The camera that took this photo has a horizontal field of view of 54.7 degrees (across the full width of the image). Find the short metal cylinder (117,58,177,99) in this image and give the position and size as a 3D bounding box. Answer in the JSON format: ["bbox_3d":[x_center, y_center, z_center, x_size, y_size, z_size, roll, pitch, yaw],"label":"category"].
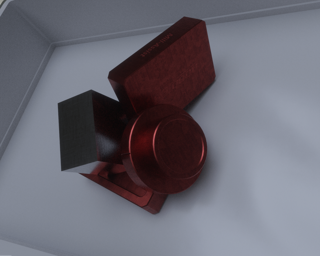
[{"bbox_3d":[-0.014,-0.067,0.416,0.080,0.050,0.080,-24,28,14],"label":"short metal cylinder"}]

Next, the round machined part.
[{"bbox_3d":[0.011,0.021,0.332,0.042,0.098,0.098,-17,49,56],"label":"round machined part"}]

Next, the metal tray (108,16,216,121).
[{"bbox_3d":[0.009,-0.062,0.374,0.131,0.090,0.030,-42,46,-21],"label":"metal tray"}]

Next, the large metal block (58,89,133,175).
[{"bbox_3d":[-0.071,0.010,0.368,0.050,0.080,0.080,-17,71,25],"label":"large metal block"}]

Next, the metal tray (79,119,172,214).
[{"bbox_3d":[-0.039,0.040,0.394,0.130,0.030,0.090,19,71,35],"label":"metal tray"}]
